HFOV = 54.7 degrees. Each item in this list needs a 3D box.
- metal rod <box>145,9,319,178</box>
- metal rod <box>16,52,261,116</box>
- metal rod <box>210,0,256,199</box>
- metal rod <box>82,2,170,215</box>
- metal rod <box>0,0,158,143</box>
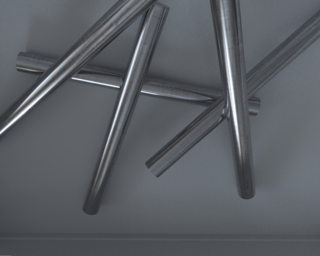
[{"bbox_3d":[0.102,-0.047,0.372,0.300,0.025,0.025,-41,106,4],"label":"metal rod"},{"bbox_3d":[-0.023,-0.054,0.391,0.302,0.025,0.025,10,110,-5],"label":"metal rod"},{"bbox_3d":[0.089,-0.015,0.353,0.025,0.025,0.299,-15,130,5],"label":"metal rod"},{"bbox_3d":[-0.051,-0.005,0.387,0.025,0.025,0.298,18,117,-7],"label":"metal rod"},{"bbox_3d":[-0.119,-0.059,0.356,0.299,0.025,0.025,-34,107,24],"label":"metal rod"}]
